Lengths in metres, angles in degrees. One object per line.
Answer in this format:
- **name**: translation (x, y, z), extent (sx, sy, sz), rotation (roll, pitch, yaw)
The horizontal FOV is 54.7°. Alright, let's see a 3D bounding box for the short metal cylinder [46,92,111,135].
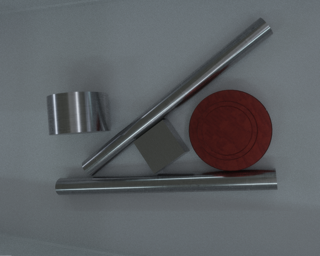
- **short metal cylinder**: translation (-0.109, -0.018, 0.417), extent (0.080, 0.080, 0.050), rotation (-5, 89, 19)

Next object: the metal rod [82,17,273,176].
- **metal rod**: translation (0.012, -0.031, 0.404), extent (0.300, 0.025, 0.025), rotation (-38, 78, 15)

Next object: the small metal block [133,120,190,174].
- **small metal block**: translation (0.002, 0.024, 0.407), extent (0.050, 0.025, 0.050), rotation (-37, 79, 16)

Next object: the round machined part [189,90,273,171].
- **round machined part**: translation (0.082, 0.003, 0.369), extent (0.098, 0.042, 0.097), rotation (0, 90, 19)

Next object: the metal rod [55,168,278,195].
- **metal rod**: translation (-0.006, 0.073, 0.410), extent (0.301, 0.025, 0.025), rotation (-6, 88, 19)
